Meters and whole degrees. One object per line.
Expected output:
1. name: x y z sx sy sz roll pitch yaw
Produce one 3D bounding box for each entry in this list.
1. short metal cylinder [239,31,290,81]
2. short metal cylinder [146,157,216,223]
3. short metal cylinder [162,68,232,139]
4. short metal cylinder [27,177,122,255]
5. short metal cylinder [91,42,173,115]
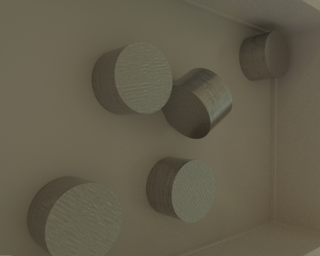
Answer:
1. short metal cylinder: 0.184 -0.125 0.544 0.081 0.050 0.080 0 90 -40
2. short metal cylinder: 0.029 0.080 0.414 0.081 0.050 0.080 0 90 -40
3. short metal cylinder: 0.047 -0.032 0.410 0.050 0.080 0.080 -40 115 -33
4. short metal cylinder: -0.087 0.093 0.318 0.081 0.050 0.080 0 90 -40
5. short metal cylinder: -0.032 -0.056 0.363 0.081 0.050 0.080 0 90 -40
